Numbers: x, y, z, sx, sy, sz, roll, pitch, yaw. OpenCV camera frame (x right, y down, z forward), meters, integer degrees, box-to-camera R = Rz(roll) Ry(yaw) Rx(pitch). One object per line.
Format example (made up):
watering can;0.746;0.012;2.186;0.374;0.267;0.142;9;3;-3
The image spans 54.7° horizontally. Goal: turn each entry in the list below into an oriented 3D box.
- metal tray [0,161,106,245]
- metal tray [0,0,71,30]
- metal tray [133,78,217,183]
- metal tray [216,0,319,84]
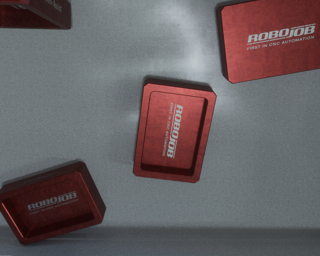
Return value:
metal tray;-0.156;0.110;0.447;0.131;0.030;0.090;-18;109;6
metal tray;-0.150;-0.124;0.306;0.091;0.130;0.030;1;98;-1
metal tray;0.017;0.005;0.410;0.091;0.030;0.129;7;110;-3
metal tray;0.139;-0.110;0.369;0.131;0.030;0.089;-10;110;3
